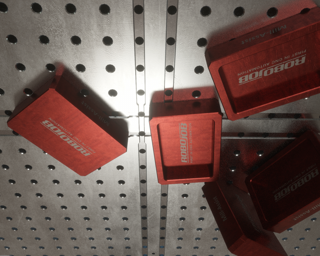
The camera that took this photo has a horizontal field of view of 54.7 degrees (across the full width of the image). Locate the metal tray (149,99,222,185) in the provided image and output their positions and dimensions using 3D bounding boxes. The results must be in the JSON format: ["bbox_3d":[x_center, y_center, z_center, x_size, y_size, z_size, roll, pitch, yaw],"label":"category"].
[{"bbox_3d":[0.037,0.024,0.429,0.091,0.030,0.129,-4,130,3],"label":"metal tray"}]

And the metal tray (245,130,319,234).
[{"bbox_3d":[0.188,0.077,0.435,0.030,0.090,0.129,22,127,-29],"label":"metal tray"}]

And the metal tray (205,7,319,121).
[{"bbox_3d":[0.127,-0.067,0.352,0.130,0.030,0.090,-19,128,14],"label":"metal tray"}]

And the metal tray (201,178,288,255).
[{"bbox_3d":[0.120,0.135,0.457,0.090,0.130,0.030,31,109,-24],"label":"metal tray"}]

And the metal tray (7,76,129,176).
[{"bbox_3d":[-0.117,0.003,0.410,0.090,0.030,0.130,-31,124,23],"label":"metal tray"}]
